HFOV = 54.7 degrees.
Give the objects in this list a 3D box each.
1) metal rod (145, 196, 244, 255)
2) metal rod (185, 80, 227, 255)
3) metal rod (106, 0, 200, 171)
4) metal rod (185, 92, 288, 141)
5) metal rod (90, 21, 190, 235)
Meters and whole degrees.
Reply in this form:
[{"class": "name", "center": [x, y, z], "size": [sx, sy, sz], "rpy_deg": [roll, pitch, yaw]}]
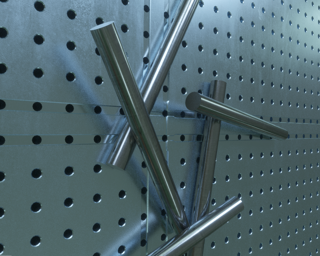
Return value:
[{"class": "metal rod", "center": [-0.005, 0.165, 0.383], "size": [0.302, 0.025, 0.025], "rpy_deg": [-24, 106, -30]}, {"class": "metal rod", "center": [0.069, 0.074, 0.469], "size": [0.025, 0.025, 0.298], "rpy_deg": [16, 80, -39]}, {"class": "metal rod", "center": [0.002, -0.085, 0.412], "size": [0.025, 0.025, 0.300], "rpy_deg": [36, 68, -35]}, {"class": "metal rod", "center": [0.143, -0.011, 0.508], "size": [0.302, 0.025, 0.025], "rpy_deg": [13, 82, -47]}, {"class": "metal rod", "center": [-0.012, 0.024, 0.371], "size": [0.025, 0.025, 0.298], "rpy_deg": [-40, 124, -33]}]
